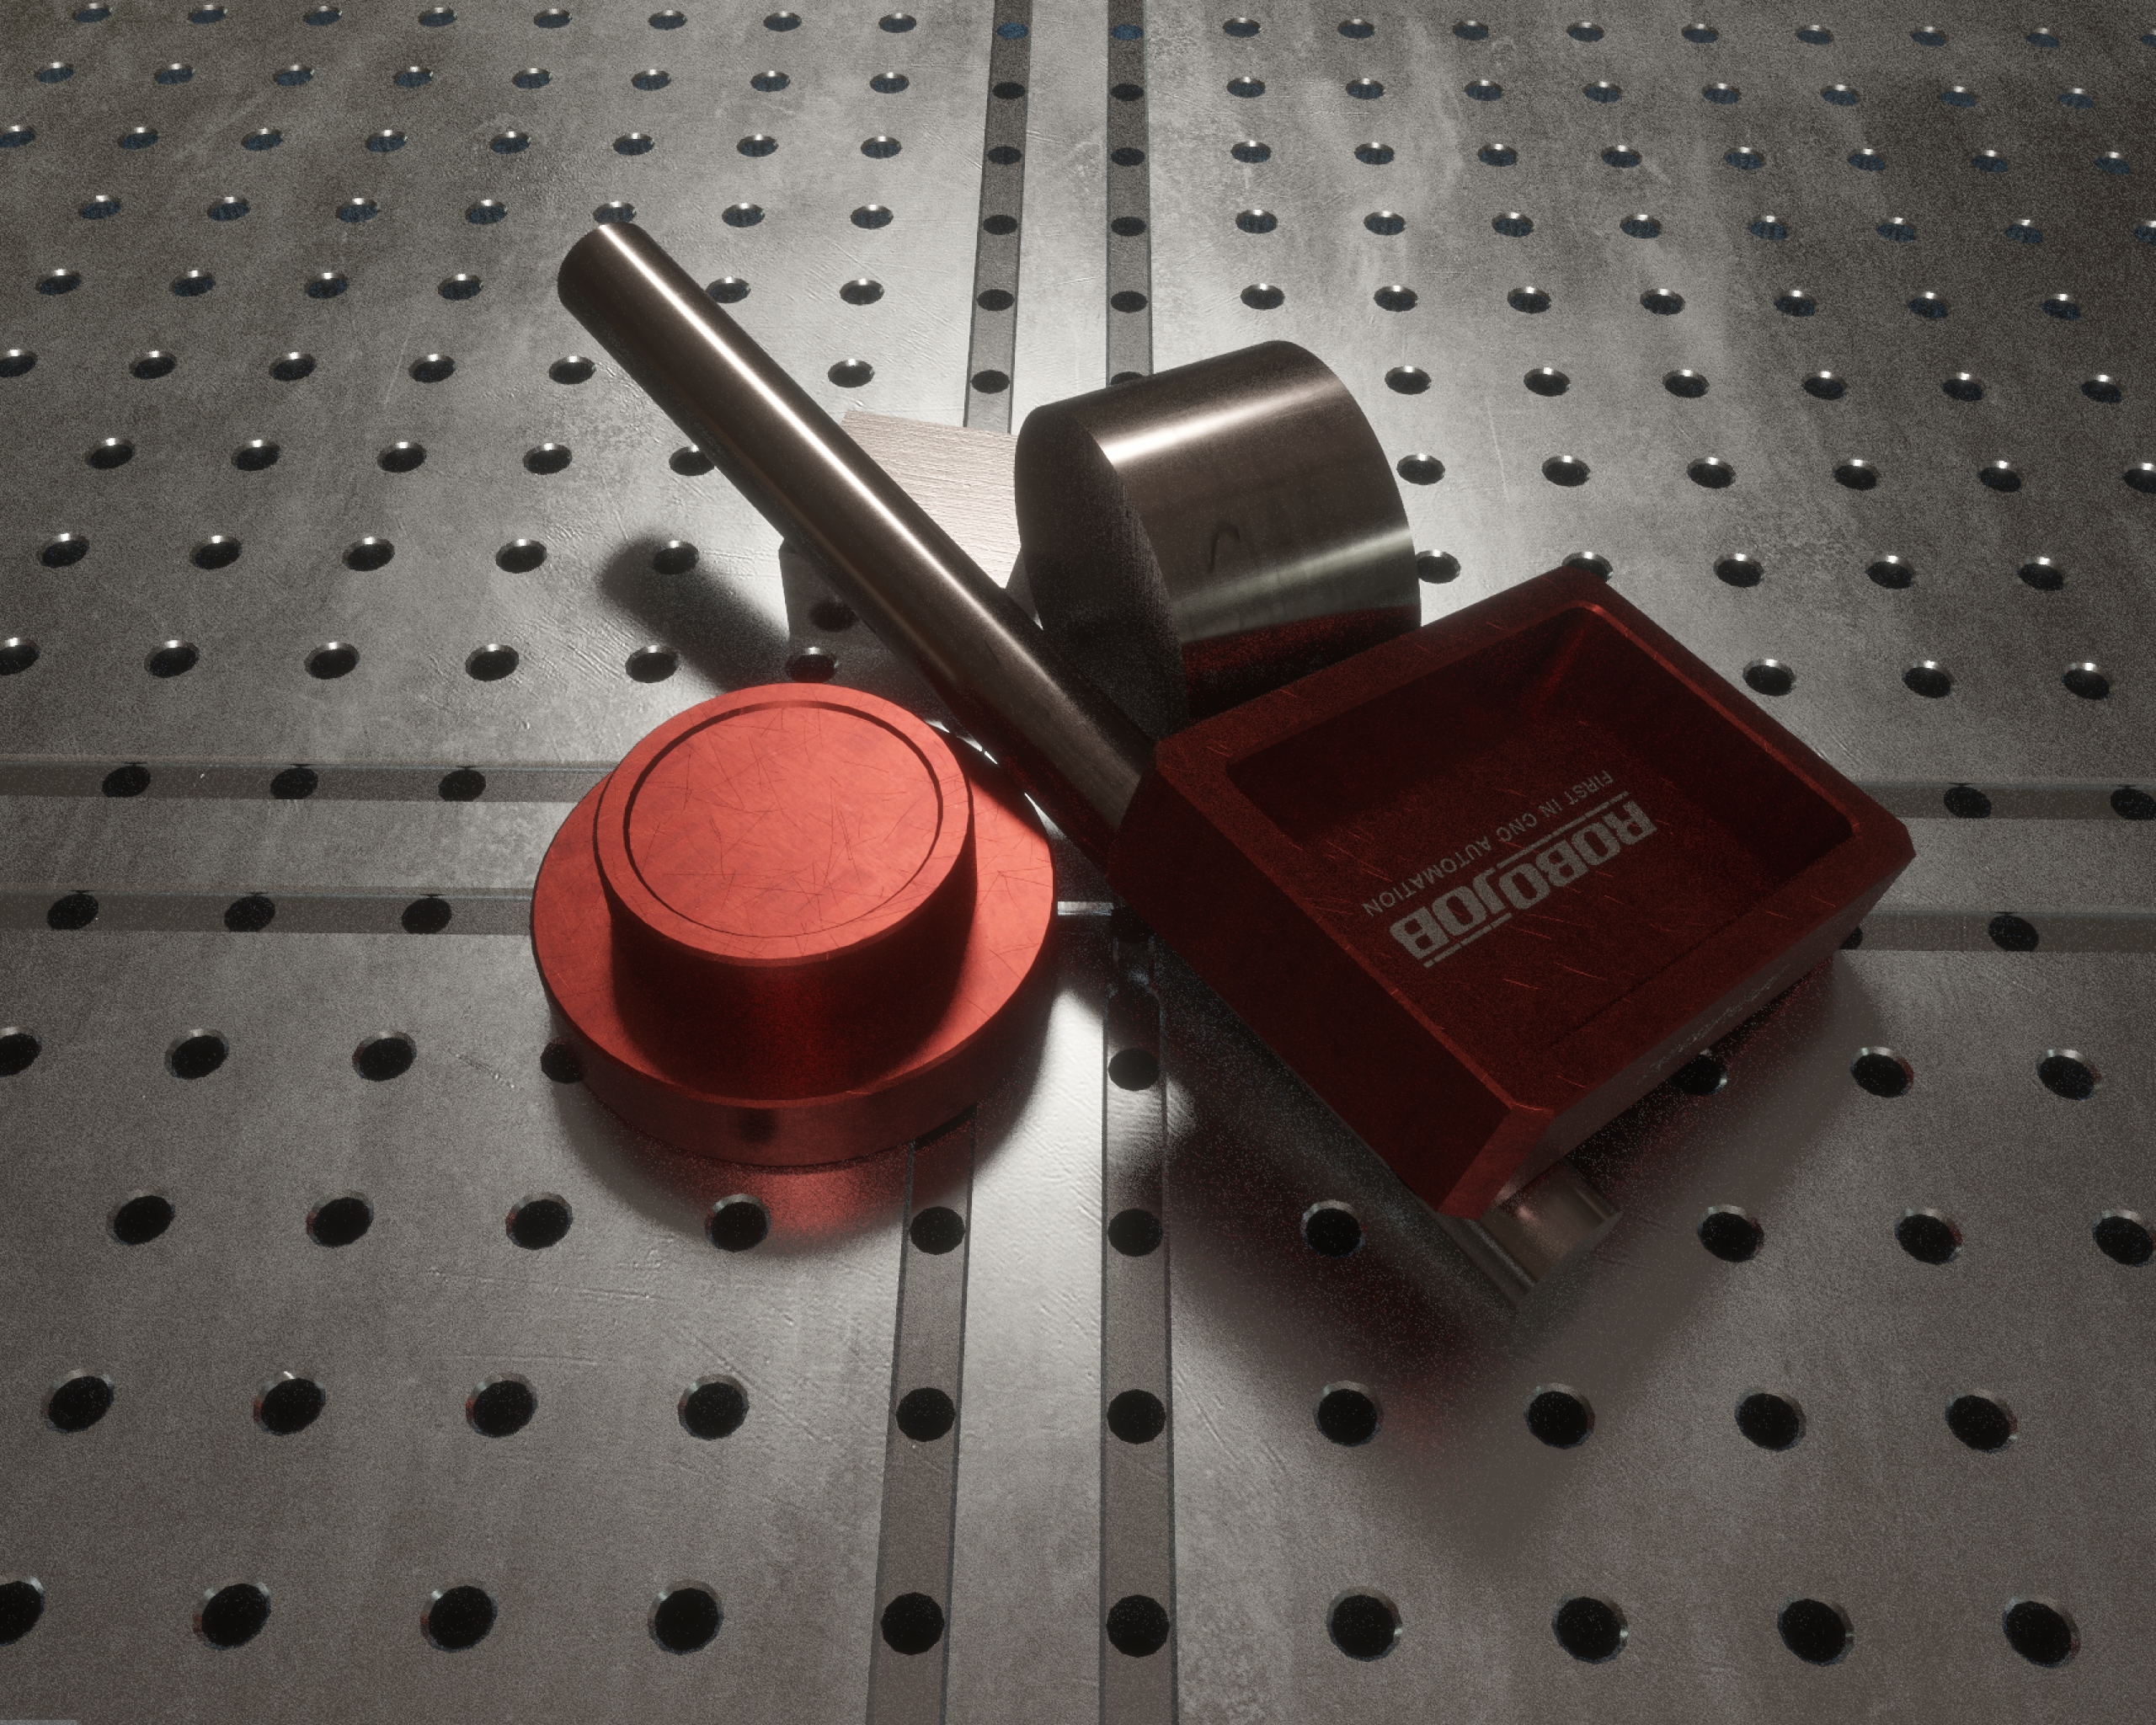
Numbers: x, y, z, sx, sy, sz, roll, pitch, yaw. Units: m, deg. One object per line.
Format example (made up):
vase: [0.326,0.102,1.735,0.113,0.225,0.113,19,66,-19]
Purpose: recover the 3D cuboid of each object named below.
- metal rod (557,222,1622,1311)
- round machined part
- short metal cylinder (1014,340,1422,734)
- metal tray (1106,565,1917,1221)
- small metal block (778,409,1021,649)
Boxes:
metal rod: [-0.011,-0.033,0.413,0.025,0.025,0.300,-33,65,-24]
round machined part: [-0.053,0.004,0.391,0.099,0.042,0.098,0,50,0]
short metal cylinder: [0.026,-0.060,0.422,0.050,0.080,0.080,-20,53,-16]
metal tray: [0.081,-0.001,0.379,0.131,0.030,0.090,-25,61,-39]
small metal block: [-0.034,-0.073,0.469,0.050,0.025,0.050,10,51,8]
